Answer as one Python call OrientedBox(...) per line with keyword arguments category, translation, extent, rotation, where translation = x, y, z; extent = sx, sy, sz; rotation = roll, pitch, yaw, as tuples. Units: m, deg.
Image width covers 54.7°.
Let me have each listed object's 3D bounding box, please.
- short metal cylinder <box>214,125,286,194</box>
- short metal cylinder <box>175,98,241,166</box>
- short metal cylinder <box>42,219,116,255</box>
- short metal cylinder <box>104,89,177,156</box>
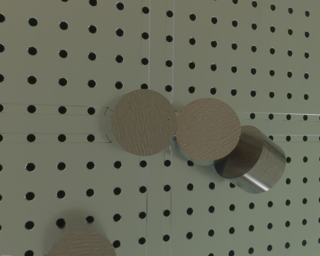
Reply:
OrientedBox(category="short metal cylinder", translation=(0.122, 0.043, 0.424), extent=(0.050, 0.080, 0.080), rotation=(34, 79, -28))
OrientedBox(category="short metal cylinder", translation=(0.061, 0.006, 0.405), extent=(0.080, 0.050, 0.080), rotation=(-1, 76, 4))
OrientedBox(category="short metal cylinder", translation=(-0.096, 0.154, 0.364), extent=(0.081, 0.050, 0.079), rotation=(0, 90, -20))
OrientedBox(category="short metal cylinder", translation=(-0.026, -0.007, 0.390), extent=(0.081, 0.050, 0.079), rotation=(0, 90, -20))
